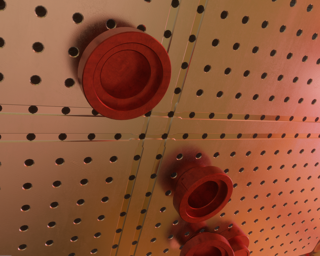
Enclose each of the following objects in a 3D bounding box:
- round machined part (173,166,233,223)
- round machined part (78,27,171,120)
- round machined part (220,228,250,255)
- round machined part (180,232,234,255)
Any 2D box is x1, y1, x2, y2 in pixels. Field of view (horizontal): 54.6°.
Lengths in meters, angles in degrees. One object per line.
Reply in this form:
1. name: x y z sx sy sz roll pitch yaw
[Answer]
1. round machined part: 0.064 0.100 0.496 0.099 0.042 0.097 -14 124 -21
2. round machined part: -0.040 -0.061 0.340 0.099 0.042 0.097 -14 124 -21
3. round machined part: 0.144 0.257 0.637 0.099 0.042 0.097 -14 124 -21
4. round machined part: 0.084 0.235 0.578 0.099 0.042 0.097 -3 111 -8
